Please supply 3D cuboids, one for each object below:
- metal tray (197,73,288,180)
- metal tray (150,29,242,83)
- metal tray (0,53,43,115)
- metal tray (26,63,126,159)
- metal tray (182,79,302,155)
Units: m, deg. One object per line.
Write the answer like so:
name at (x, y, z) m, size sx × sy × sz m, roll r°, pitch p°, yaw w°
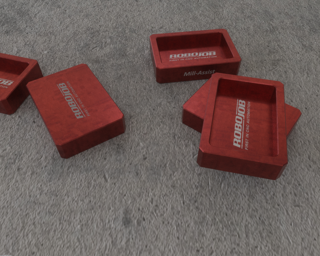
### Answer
metal tray at (0.098, -0.008, 0.367) m, size 0.090 × 0.030 × 0.130 m, roll 10°, pitch 51°, yaw 8°
metal tray at (0.053, -0.118, 0.498) m, size 0.131 × 0.030 × 0.090 m, roll -6°, pitch 50°, yaw -6°
metal tray at (-0.256, -0.073, 0.459) m, size 0.131 × 0.030 × 0.090 m, roll 13°, pitch 51°, yaw 10°
metal tray at (-0.116, -0.029, 0.423) m, size 0.091 × 0.030 × 0.130 m, roll -25°, pitch 55°, yaw -20°
metal tray at (0.106, -0.015, 0.413) m, size 0.130 × 0.030 × 0.090 m, roll 30°, pitch 56°, yaw 23°
